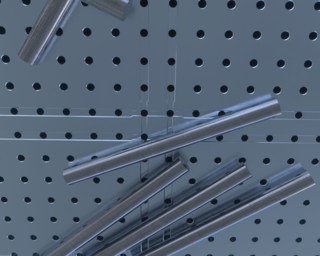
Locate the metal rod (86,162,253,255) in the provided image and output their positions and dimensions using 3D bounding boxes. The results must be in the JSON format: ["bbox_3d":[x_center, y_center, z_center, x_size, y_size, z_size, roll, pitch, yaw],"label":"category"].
[{"bbox_3d":[0.001,0.139,0.464,0.300,0.025,0.025,-34,107,11],"label":"metal rod"}]

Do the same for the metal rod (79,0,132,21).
[{"bbox_3d":[-0.171,-0.190,0.323,0.301,0.025,0.025,25,108,-2],"label":"metal rod"}]

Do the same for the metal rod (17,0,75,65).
[{"bbox_3d":[-0.074,-0.198,0.339,0.025,0.025,0.299,34,106,-12],"label":"metal rod"}]

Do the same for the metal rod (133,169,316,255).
[{"bbox_3d":[0.085,0.144,0.466,0.300,0.025,0.025,-30,107,10],"label":"metal rod"}]

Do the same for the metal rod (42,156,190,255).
[{"bbox_3d":[-0.082,0.138,0.463,0.300,0.025,0.025,-37,106,12],"label":"metal rod"}]

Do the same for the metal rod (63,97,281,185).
[{"bbox_3d":[0.011,0.020,0.420,0.301,0.025,0.025,-19,109,6],"label":"metal rod"}]
